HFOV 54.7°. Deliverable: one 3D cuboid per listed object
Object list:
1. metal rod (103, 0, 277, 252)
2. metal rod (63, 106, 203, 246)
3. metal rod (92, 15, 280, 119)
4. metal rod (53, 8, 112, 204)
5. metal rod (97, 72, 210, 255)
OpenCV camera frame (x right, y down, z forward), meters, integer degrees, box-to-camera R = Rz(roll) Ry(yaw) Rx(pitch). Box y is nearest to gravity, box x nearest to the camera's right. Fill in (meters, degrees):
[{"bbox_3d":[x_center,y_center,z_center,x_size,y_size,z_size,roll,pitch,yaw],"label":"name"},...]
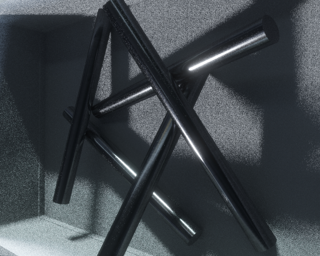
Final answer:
[{"bbox_3d":[0.029,-0.007,0.326,0.025,0.025,0.299,-34,86,34],"label":"metal rod"},{"bbox_3d":[-0.057,0.052,0.450,0.300,0.025,0.025,39,114,33],"label":"metal rod"},{"bbox_3d":[-0.001,-0.054,0.370,0.299,0.025,0.025,-16,80,49],"label":"metal rod"},{"bbox_3d":[-0.117,-0.032,0.473,0.025,0.025,0.298,14,91,39],"label":"metal rod"},{"bbox_3d":[-0.014,0.055,0.337,0.025,0.025,0.299,17,76,38],"label":"metal rod"}]
